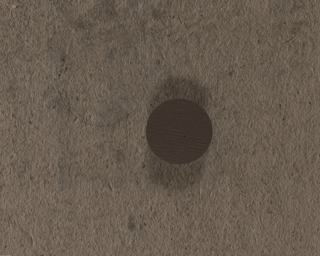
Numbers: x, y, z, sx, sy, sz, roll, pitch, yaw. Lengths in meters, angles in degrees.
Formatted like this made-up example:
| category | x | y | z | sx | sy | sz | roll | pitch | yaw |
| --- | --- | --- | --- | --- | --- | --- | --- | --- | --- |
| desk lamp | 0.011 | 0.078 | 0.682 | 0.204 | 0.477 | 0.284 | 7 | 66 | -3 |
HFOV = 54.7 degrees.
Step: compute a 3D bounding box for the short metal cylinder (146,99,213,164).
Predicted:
| category | x | y | z | sx | sy | sz | roll | pitch | yaw |
| --- | --- | --- | --- | --- | --- | --- | --- | --- | --- |
| short metal cylinder | 0.023 | 0.004 | 0.398 | 0.081 | 0.050 | 0.079 | 0 | 90 | -1 |
